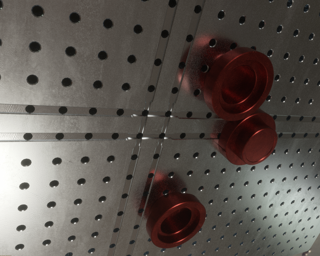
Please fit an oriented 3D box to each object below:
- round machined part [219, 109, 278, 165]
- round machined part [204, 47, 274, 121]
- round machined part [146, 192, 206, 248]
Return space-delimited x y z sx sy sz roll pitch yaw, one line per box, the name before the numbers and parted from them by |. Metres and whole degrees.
round machined part | 0.147 0.020 0.496 0.099 0.042 0.097 -14 125 -21
round machined part | 0.101 -0.062 0.419 0.099 0.042 0.097 -14 125 -21
round machined part | 0.022 0.144 0.504 0.099 0.042 0.097 -14 125 -21
